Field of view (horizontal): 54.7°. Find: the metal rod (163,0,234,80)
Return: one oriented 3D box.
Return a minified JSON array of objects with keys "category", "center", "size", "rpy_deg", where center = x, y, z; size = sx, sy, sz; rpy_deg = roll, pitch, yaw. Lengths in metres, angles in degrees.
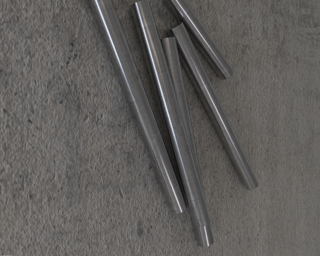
[{"category":"metal rod","center":[0.016,-0.178,0.417],"size":[0.300,0.025,0.025],"rpy_deg":[45,63,-31]}]

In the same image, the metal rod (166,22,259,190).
[{"category":"metal rod","center":[0.089,-0.019,0.479],"size":[0.025,0.025,0.299],"rpy_deg":[-45,117,-30]}]

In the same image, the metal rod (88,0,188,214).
[{"category":"metal rod","center":[-0.023,-0.024,0.384],"size":[0.025,0.025,0.298],"rpy_deg":[-32,110,-35]}]

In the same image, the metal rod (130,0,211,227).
[{"category":"metal rod","center":[0.017,-0.012,0.405],"size":[0.025,0.025,0.298],"rpy_deg":[-23,101,-38]}]

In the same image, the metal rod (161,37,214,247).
[{"category":"metal rod","center":[0.038,0.026,0.435],"size":[0.025,0.025,0.298],"rpy_deg":[-20,103,-38]}]
